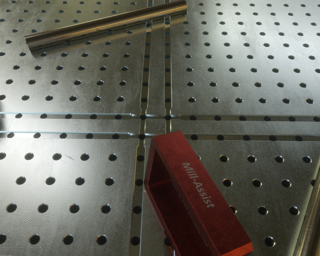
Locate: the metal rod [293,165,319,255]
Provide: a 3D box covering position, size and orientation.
[{"bbox_3d":[0.165,0.099,0.326,0.025,0.025,0.301,24,54,19],"label":"metal rod"}]

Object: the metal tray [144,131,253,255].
[{"bbox_3d":[0.026,0.078,0.297,0.030,0.089,0.130,-14,51,-22],"label":"metal tray"}]

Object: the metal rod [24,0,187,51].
[{"bbox_3d":[-0.089,-0.192,0.567,0.302,0.025,0.025,-20,53,-17],"label":"metal rod"}]
